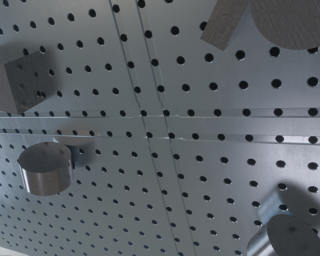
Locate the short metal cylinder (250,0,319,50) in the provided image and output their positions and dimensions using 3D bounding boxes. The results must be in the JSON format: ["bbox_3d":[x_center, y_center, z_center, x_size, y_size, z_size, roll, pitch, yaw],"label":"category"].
[{"bbox_3d":[0.122,-0.112,0.261,0.080,0.050,0.079,13,124,21],"label":"short metal cylinder"}]

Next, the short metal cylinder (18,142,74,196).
[{"bbox_3d":[-0.188,0.067,0.516,0.080,0.080,0.050,17,125,18],"label":"short metal cylinder"}]

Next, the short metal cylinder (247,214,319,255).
[{"bbox_3d":[0.158,0.157,0.389,0.080,0.080,0.050,30,128,8],"label":"short metal cylinder"}]

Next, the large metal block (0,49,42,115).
[{"bbox_3d":[-0.238,-0.073,0.475,0.080,0.050,0.079,12,124,21],"label":"large metal block"}]

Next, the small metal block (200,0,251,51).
[{"bbox_3d":[0.067,-0.107,0.293,0.025,0.050,0.050,31,129,8],"label":"small metal block"}]
